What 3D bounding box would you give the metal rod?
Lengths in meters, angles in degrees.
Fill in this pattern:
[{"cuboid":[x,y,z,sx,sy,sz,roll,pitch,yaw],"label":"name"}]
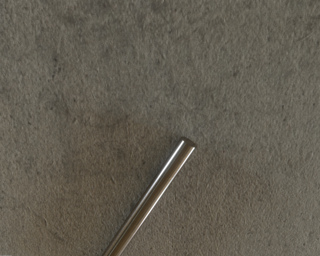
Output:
[{"cuboid":[-0.038,0.139,0.460,0.025,0.025,0.298,29,107,-11],"label":"metal rod"}]
